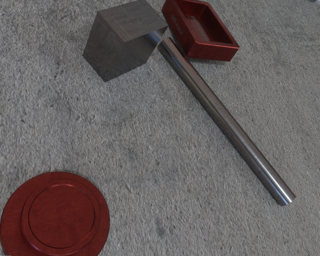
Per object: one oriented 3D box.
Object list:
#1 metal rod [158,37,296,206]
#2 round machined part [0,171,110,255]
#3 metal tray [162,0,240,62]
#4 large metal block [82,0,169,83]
[{"bbox_3d":[0.094,-0.016,0.463,0.025,0.025,0.299,-29,78,-37],"label":"metal rod"},{"bbox_3d":[-0.094,0.086,0.290,0.099,0.042,0.098,14,56,-21],"label":"round machined part"},{"bbox_3d":[0.067,-0.170,0.526,0.091,0.030,0.130,-2,54,-29],"label":"metal tray"},{"bbox_3d":[-0.047,-0.117,0.414,0.081,0.080,0.050,-35,82,-38],"label":"large metal block"}]
